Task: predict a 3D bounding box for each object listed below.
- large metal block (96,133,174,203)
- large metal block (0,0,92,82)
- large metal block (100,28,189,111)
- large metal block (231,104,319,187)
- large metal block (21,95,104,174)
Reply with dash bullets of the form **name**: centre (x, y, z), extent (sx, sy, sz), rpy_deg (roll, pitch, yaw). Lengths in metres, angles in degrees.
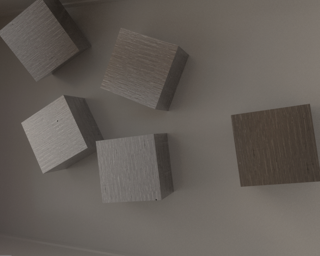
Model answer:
- **large metal block**: centre (-0.032, 0.051, 0.408), extent (0.080, 0.050, 0.080), rpy_deg (-8, 88, 19)
- **large metal block**: centre (-0.159, -0.125, 0.437), extent (0.080, 0.050, 0.080), rpy_deg (-30, 105, 17)
- **large metal block**: centre (-0.019, -0.074, 0.403), extent (0.080, 0.050, 0.080), rpy_deg (23, 97, 18)
- **large metal block**: centre (0.130, 0.020, 0.352), extent (0.080, 0.050, 0.080), rpy_deg (-8, 87, 19)
- **large metal block**: centre (-0.137, 0.009, 0.444), extent (0.080, 0.050, 0.080), rpy_deg (-29, 81, 17)
